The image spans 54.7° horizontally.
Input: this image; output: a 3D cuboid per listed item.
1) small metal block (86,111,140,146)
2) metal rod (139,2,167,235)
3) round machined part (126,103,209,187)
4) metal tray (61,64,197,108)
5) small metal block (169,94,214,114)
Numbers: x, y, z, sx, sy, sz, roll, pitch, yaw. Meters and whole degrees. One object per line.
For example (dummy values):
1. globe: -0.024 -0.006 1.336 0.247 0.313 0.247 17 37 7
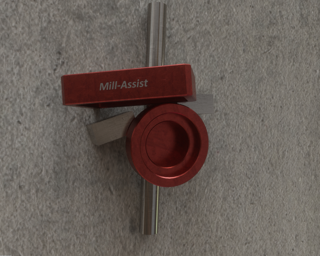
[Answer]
1. small metal block: -0.059 0.000 0.376 0.050 0.050 0.025 -20 97 -19
2. metal rod: -0.009 -0.013 0.408 0.025 0.025 0.298 2 89 -20
3. round machined part: 0.006 0.019 0.375 0.099 0.042 0.097 -2 94 -22
4. metal tray: -0.028 -0.042 0.341 0.131 0.090 0.030 -4 90 9
5. small metal block: 0.036 -0.030 0.411 0.050 0.050 0.025 -2 91 -20
